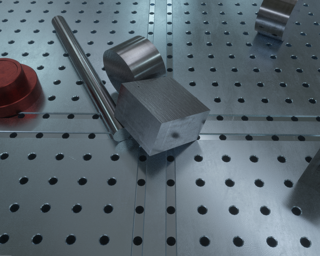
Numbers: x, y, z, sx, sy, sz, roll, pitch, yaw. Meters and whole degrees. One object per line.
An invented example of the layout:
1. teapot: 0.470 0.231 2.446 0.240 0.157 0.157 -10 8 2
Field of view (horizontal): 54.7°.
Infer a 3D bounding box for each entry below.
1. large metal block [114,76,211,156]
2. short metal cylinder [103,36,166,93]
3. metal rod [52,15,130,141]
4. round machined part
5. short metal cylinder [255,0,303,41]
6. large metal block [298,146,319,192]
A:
1. large metal block: 0.001 -0.019 0.392 0.081 0.050 0.080 -16 49 -39
2. short metal cylinder: -0.037 -0.084 0.442 0.050 0.080 0.080 -35 58 -25
3. metal rod: -0.118 -0.093 0.485 0.025 0.025 0.300 -22 53 -17
4. round machined part: -0.229 -0.065 0.449 0.099 0.042 0.098 0 50 0
5. short metal cylinder: 0.208 -0.199 0.540 0.050 0.080 0.080 28 56 21
6. large metal block: 0.211 0.026 0.351 0.050 0.080 0.080 33 57 24
